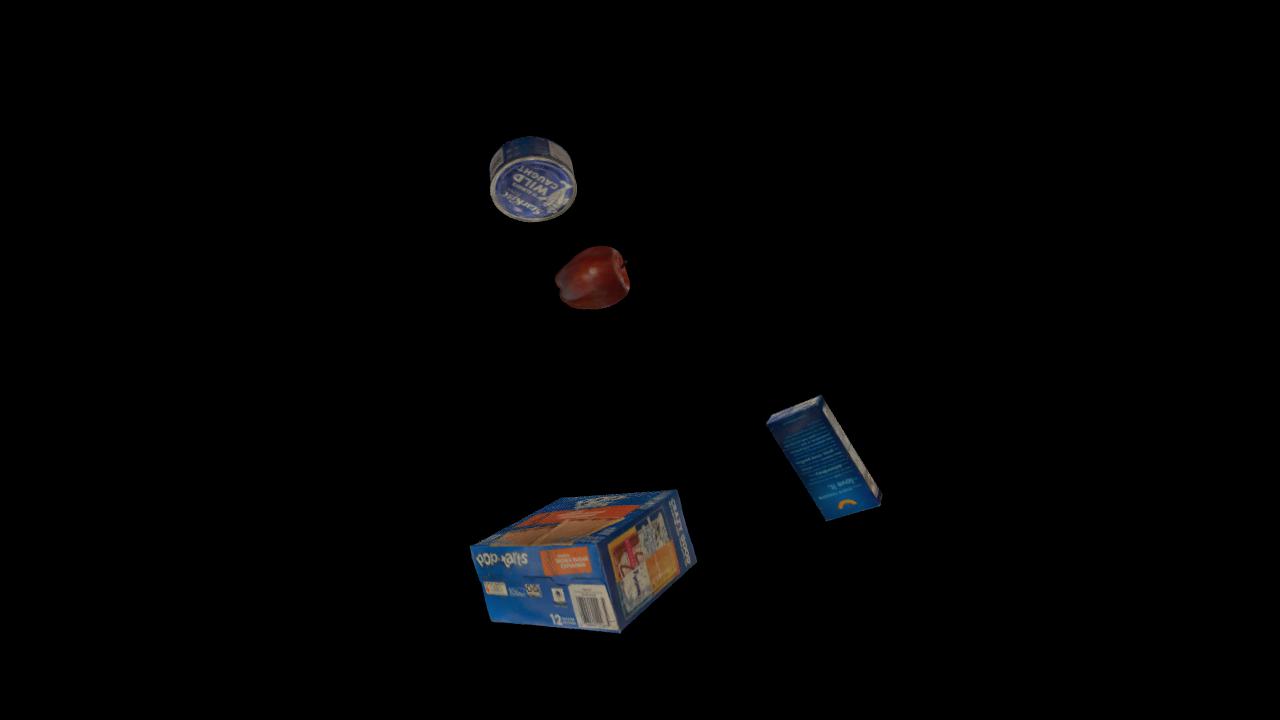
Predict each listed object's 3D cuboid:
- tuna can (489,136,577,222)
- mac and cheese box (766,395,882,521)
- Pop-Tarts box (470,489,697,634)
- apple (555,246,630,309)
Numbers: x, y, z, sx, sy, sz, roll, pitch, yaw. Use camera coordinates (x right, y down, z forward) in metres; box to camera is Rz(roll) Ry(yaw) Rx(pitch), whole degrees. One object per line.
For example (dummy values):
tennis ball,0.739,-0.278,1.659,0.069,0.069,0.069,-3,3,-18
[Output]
tuna can,-0.106,-0.177,0.606,0.084,0.034,0.084,-9,-30,-5
mac and cheese box,0.282,0.152,0.944,0.093,0.184,0.041,-29,6,33
Pop-Tarts box,-0.055,0.194,0.615,0.167,0.083,0.141,-12,2,35
apple,-0.057,-0.103,0.771,0.093,0.079,0.079,-20,-3,9
